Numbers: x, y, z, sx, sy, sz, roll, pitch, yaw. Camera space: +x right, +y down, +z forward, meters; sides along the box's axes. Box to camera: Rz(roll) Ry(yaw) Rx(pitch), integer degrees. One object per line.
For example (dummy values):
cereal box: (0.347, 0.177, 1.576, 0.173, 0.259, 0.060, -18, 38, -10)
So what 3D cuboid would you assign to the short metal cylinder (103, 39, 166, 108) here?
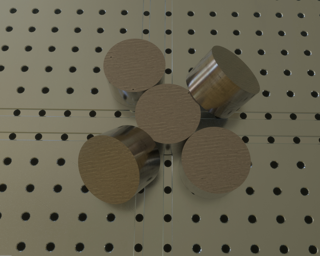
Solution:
short metal cylinder: (-0.033, -0.074, 0.425, 0.081, 0.050, 0.080, 0, 70, 0)

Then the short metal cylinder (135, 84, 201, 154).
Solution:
short metal cylinder: (0.010, -0.010, 0.402, 0.081, 0.050, 0.080, 0, 70, 0)

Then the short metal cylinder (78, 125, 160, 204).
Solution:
short metal cylinder: (-0.047, 0.041, 0.361, 0.080, 0.050, 0.079, 7, 106, 24)

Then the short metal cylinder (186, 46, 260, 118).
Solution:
short metal cylinder: (0.081, -0.059, 0.399, 0.080, 0.050, 0.080, 26, 40, -24)

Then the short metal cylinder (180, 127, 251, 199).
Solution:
short metal cylinder: (0.065, 0.044, 0.383, 0.081, 0.050, 0.080, 0, 70, 0)
